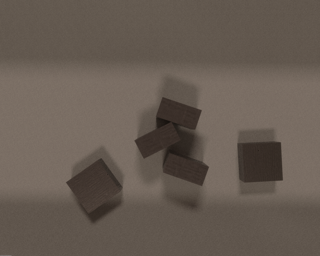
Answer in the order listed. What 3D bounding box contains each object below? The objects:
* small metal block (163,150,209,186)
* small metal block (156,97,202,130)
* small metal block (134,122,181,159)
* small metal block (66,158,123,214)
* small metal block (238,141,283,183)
[{"bbox_3d":[0.031,0.050,0.399,0.050,0.050,0.025,19,90,-1],"label":"small metal block"},{"bbox_3d":[0.023,-0.018,0.399,0.050,0.050,0.025,19,90,-1],"label":"small metal block"},{"bbox_3d":[-0.003,0.015,0.399,0.050,0.050,0.025,-27,91,0],"label":"small metal block"},{"bbox_3d":[-0.086,0.076,0.410,0.050,0.025,0.050,-35,90,0],"label":"small metal block"},{"bbox_3d":[0.133,0.044,0.413,0.050,0.025,0.050,-3,90,-1],"label":"small metal block"}]
